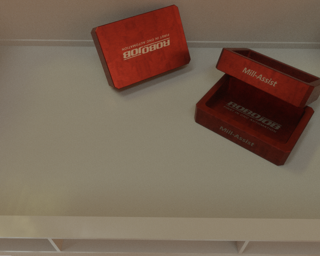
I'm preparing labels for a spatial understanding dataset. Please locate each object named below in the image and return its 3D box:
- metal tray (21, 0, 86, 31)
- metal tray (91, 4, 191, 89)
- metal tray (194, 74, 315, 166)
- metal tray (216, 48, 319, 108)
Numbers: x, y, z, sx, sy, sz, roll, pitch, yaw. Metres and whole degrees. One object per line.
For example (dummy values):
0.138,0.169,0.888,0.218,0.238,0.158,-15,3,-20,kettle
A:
-0.201,-0.241,0.606,0.091,0.030,0.130,3,50,2,metal tray
-0.025,-0.122,0.463,0.131,0.089,0.030,-24,21,-19,metal tray
0.124,-0.018,0.416,0.130,0.030,0.090,30,56,22,metal tray
0.156,-0.076,0.437,0.130,0.030,0.091,33,29,27,metal tray
